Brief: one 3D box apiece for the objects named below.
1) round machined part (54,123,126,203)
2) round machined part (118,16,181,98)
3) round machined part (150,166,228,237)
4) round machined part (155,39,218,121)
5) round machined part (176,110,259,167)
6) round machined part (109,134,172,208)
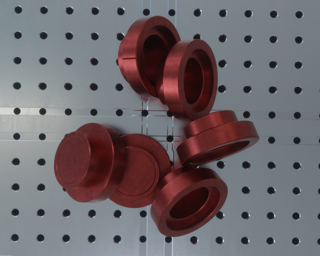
[{"bbox_3d":[-0.092,0.041,0.378,0.098,0.042,0.098,-11,72,36],"label":"round machined part"},{"bbox_3d":[-0.014,-0.086,0.386,0.042,0.099,0.097,6,90,35],"label":"round machined part"},{"bbox_3d":[0.032,0.087,0.388,0.098,0.098,0.042,-39,46,0],"label":"round machined part"},{"bbox_3d":[0.031,-0.058,0.381,0.042,0.099,0.097,6,90,35],"label":"round machined part"},{"bbox_3d":[0.066,0.011,0.380,0.098,0.098,0.042,-18,72,0],"label":"round machined part"},{"bbox_3d":[-0.034,0.056,0.405,0.099,0.042,0.097,0,90,0],"label":"round machined part"}]
